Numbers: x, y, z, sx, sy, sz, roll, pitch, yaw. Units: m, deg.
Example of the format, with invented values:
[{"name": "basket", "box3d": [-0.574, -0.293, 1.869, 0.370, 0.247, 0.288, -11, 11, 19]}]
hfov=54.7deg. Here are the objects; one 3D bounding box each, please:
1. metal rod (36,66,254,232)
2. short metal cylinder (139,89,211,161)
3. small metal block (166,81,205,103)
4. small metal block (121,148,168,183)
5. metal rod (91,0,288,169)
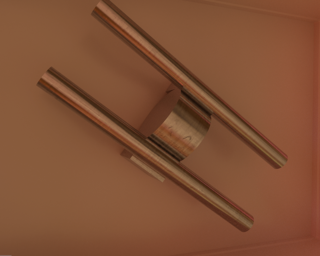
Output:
[{"name": "metal rod", "box3d": [-0.003, 0.035, 0.357, 0.301, 0.025, 0.025, 37, 78, -16]}, {"name": "short metal cylinder", "box3d": [0.017, -0.003, 0.387, 0.050, 0.080, 0.080, 38, 78, -17]}, {"name": "small metal block", "box3d": [0.042, -0.045, 0.412, 0.050, 0.050, 0.025, 38, 78, -16]}, {"name": "small metal block", "box3d": [-0.017, 0.040, 0.390, 0.050, 0.050, 0.025, 38, 78, -16]}, {"name": "metal rod", "box3d": [0.048, -0.043, 0.375, 0.301, 0.025, 0.025, 38, 78, -17]}]
